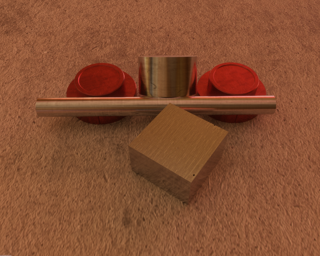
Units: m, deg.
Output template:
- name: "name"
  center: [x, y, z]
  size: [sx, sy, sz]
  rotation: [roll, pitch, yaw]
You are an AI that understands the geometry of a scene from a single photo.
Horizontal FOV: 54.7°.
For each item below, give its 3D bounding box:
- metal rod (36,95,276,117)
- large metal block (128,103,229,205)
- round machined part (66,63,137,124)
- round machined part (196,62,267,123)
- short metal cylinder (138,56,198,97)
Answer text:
- name: "metal rod"
  center: [-0.004, -0.028, 0.401]
  size: [0.302, 0.025, 0.025]
  rotation: [-1, 50, -1]
- name: "large metal block"
  center: [0.022, 0.028, 0.363]
  size: [0.080, 0.050, 0.080]
  rotation: [28, 56, 22]
- name: "round machined part"
  center: [-0.083, -0.055, 0.438]
  size: [0.099, 0.042, 0.098]
  rotation: [0, 50, 0]
- name: "round machined part"
  center: [0.102, -0.056, 0.442]
  size: [0.099, 0.042, 0.098]
  rotation: [0, 50, 0]
- name: "short metal cylinder"
  center: [0.011, -0.073, 0.426]
  size: [0.080, 0.050, 0.080]
  rotation: [0, 15, 0]
